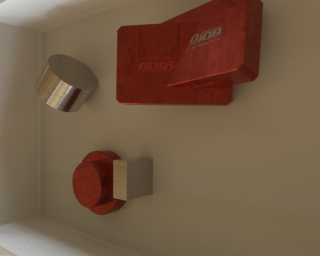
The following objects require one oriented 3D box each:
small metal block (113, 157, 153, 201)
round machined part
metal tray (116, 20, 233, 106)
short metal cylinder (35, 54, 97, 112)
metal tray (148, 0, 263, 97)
[{"bbox_3d":[-0.036,0.067,0.418,0.025,0.050,0.050,0,90,40],"label":"small metal block"},{"bbox_3d":[-0.096,0.084,0.473,0.098,0.042,0.097,0,90,39],"label":"round machined part"},{"bbox_3d":[0.017,-0.071,0.354,0.131,0.030,0.089,2,91,15],"label":"metal tray"},{"bbox_3d":[-0.148,-0.071,0.490,0.050,0.081,0.080,-49,62,29],"label":"short metal cylinder"},{"bbox_3d":[0.044,-0.087,0.342,0.130,0.030,0.090,-6,70,45],"label":"metal tray"}]
